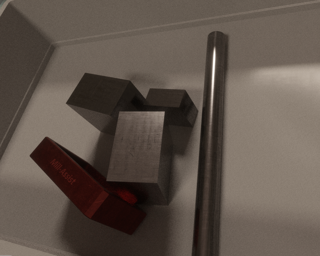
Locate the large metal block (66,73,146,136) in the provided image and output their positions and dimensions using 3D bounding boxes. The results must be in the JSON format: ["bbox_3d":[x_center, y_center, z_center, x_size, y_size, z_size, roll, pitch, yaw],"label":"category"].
[{"bbox_3d":[-0.062,-0.026,0.417,0.080,0.080,0.050,15,70,34],"label":"large metal block"}]

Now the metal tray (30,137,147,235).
[{"bbox_3d":[-0.085,0.067,0.365,0.130,0.090,0.030,31,79,37],"label":"metal tray"}]

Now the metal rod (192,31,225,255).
[{"bbox_3d":[0.062,0.002,0.371,0.025,0.025,0.299,-6,59,25],"label":"metal rod"}]

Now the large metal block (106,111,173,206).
[{"bbox_3d":[-0.017,0.036,0.349,0.050,0.080,0.080,1,61,10],"label":"large metal block"}]

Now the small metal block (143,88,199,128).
[{"bbox_3d":[0.015,-0.026,0.396,0.050,0.050,0.025,6,65,31],"label":"small metal block"}]
